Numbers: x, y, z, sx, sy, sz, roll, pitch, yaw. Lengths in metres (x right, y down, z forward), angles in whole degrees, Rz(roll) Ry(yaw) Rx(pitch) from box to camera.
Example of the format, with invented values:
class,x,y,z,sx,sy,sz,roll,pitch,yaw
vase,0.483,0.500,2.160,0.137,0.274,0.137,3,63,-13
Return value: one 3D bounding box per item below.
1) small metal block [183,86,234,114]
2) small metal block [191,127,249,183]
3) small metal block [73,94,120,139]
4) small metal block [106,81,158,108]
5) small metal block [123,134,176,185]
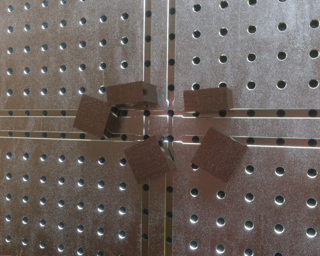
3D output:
class,x,y,z,sx,sy,sz,roll,pitch,yaw
small metal block,0.060,-0.033,0.378,0.050,0.050,0.025,-4,89,20
small metal block,0.075,0.033,0.386,0.050,0.025,0.050,30,100,17
small metal block,-0.091,-0.017,0.445,0.050,0.025,0.050,20,97,19
small metal block,-0.036,-0.043,0.413,0.050,0.050,0.025,-6,88,20
small metal block,-0.013,0.042,0.418,0.050,0.025,0.050,-27,81,18
